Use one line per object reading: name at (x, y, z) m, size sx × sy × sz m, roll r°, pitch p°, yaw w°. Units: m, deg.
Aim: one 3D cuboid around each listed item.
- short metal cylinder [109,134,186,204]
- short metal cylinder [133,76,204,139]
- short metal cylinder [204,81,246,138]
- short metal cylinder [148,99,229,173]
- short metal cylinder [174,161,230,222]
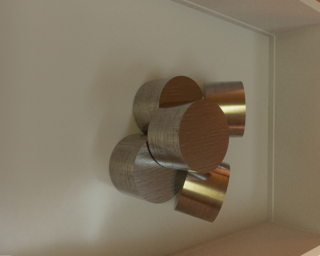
short metal cylinder at (-0.014, 0.048, 0.379) m, size 0.081 × 0.050 × 0.079 m, roll 0°, pitch 90°, yaw -40°
short metal cylinder at (0.013, -0.025, 0.401) m, size 0.081 × 0.050 × 0.079 m, roll 0°, pitch 90°, yaw -40°
short metal cylinder at (0.089, -0.026, 0.438) m, size 0.080 × 0.050 × 0.079 m, roll -3°, pitch 92°, yaw -84°
short metal cylinder at (0.033, 0.009, 0.351) m, size 0.081 × 0.050 × 0.079 m, roll 0°, pitch 90°, yaw -40°
short metal cylinder at (0.054, 0.077, 0.408) m, size 0.050 × 0.080 × 0.080 m, roll 18°, pitch 75°, yaw 3°
